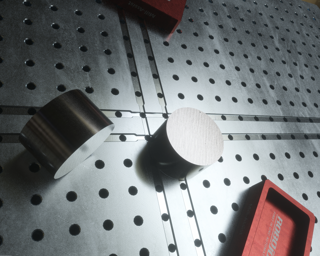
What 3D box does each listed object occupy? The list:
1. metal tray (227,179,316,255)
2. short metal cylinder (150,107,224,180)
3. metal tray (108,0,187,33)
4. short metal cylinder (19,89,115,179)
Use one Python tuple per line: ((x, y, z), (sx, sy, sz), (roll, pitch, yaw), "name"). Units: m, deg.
((0.145, 0.142, 0.395), (0.090, 0.030, 0.130), (38, 51, -3), "metal tray")
((0.034, 0.020, 0.398), (0.081, 0.050, 0.080), (14, 56, -21), "short metal cylinder")
((-0.021, -0.229, 0.533), (0.131, 0.030, 0.090), (24, 53, -14), "metal tray")
((-0.093, 0.006, 0.319), (0.050, 0.080, 0.080), (46, 51, 3), "short metal cylinder")
